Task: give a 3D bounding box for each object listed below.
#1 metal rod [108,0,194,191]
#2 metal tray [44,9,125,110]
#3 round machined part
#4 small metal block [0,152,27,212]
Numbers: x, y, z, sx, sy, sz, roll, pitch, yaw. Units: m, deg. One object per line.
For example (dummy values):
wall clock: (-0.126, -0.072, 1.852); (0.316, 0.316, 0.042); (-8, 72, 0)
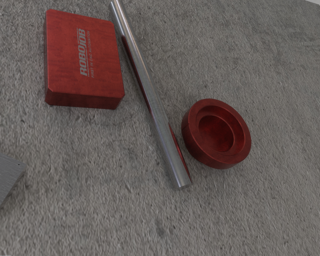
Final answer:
metal rod: (-0.020, -0.059, 0.428); (0.025, 0.025, 0.299); (-7, 65, -31)
metal tray: (-0.100, -0.089, 0.401); (0.091, 0.030, 0.130); (3, 60, -27)
round machined part: (0.072, 0.011, 0.424); (0.099, 0.042, 0.098); (14, 56, -21)
small metal block: (-0.162, 0.048, 0.287); (0.050, 0.025, 0.050); (28, 52, -11)
